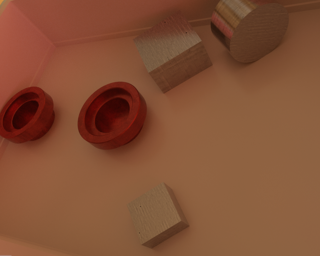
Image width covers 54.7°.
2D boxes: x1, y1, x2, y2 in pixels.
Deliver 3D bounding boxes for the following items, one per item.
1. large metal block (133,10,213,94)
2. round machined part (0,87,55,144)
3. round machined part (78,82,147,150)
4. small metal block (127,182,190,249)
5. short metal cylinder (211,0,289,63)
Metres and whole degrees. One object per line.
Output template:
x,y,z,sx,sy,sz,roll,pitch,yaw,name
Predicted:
0.017,-0.110,0.447,0.080,0.050,0.080,-30,52,9,large metal block
-0.217,-0.017,0.517,0.098,0.042,0.098,-13,56,20,round machined part
-0.062,-0.013,0.434,0.098,0.042,0.098,-13,56,20,round machined part
-0.003,0.097,0.346,0.050,0.025,0.050,-33,52,6,small metal block
0.112,-0.130,0.391,0.080,0.080,0.050,-32,52,7,short metal cylinder
